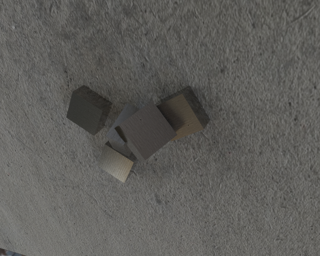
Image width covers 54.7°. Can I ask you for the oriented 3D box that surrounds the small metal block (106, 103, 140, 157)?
[{"bbox_3d":[-0.041,0.004,0.402,0.025,0.050,0.050,26,162,12],"label":"small metal block"}]

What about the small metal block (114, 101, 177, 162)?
[{"bbox_3d":[-0.017,0.004,0.368,0.050,0.050,0.025,54,159,-4],"label":"small metal block"}]

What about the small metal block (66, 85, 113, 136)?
[{"bbox_3d":[-0.102,-0.025,0.445,0.050,0.025,0.050,33,129,6],"label":"small metal block"}]

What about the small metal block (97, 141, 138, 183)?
[{"bbox_3d":[-0.062,0.048,0.469,0.050,0.025,0.050,32,129,7],"label":"small metal block"}]

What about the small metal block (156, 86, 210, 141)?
[{"bbox_3d":[0.025,-0.017,0.383,0.050,0.025,0.050,-23,106,36],"label":"small metal block"}]
